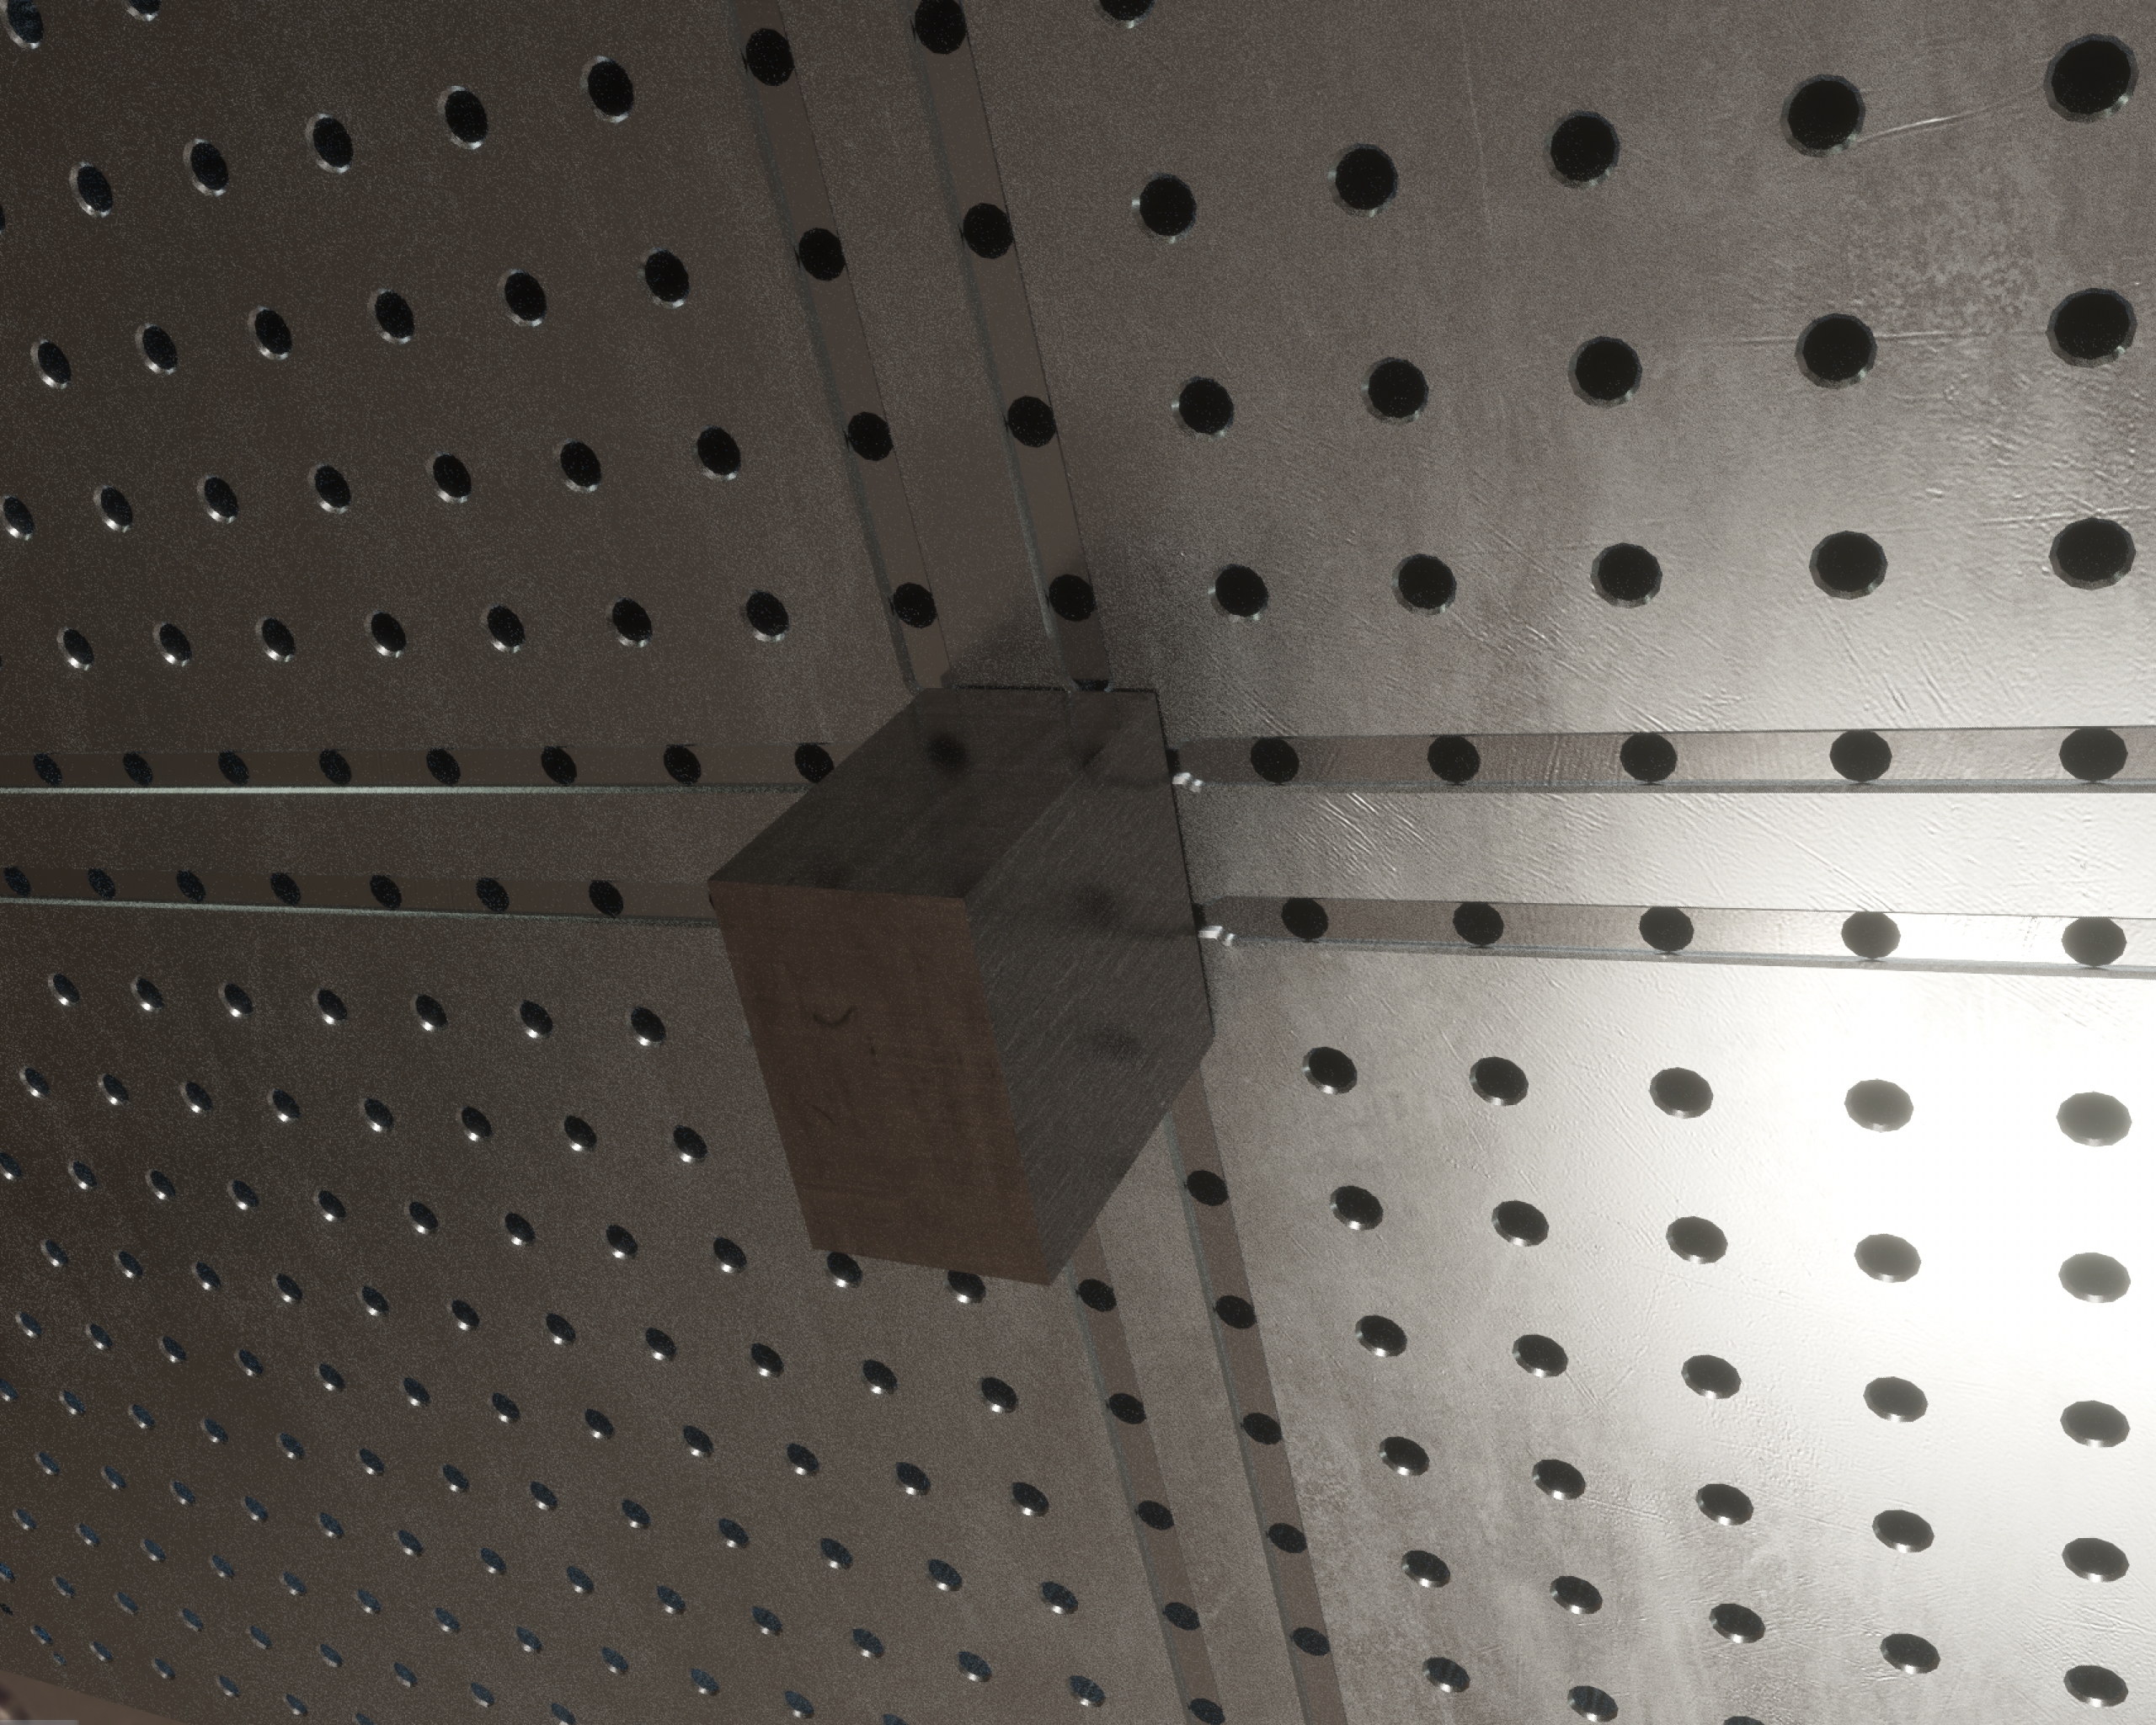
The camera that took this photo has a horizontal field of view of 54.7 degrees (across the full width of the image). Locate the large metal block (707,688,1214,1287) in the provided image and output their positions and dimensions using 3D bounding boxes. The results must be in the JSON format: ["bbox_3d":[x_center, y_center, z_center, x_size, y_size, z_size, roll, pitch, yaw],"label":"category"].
[{"bbox_3d":[-0.018,0.020,0.395,0.050,0.080,0.079,3,120,26],"label":"large metal block"}]
